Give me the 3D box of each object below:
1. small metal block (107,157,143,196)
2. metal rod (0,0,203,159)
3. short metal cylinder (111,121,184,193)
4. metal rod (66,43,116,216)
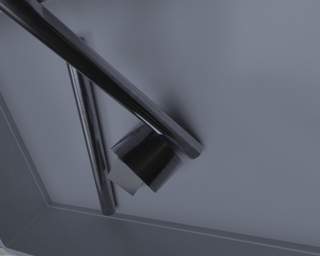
[{"bbox_3d":[-0.047,0.069,0.474,0.050,0.025,0.050,35,129,5],"label":"small metal block"},{"bbox_3d":[-0.047,-0.045,0.314,0.025,0.025,0.301,-18,138,35],"label":"metal rod"},{"bbox_3d":[-0.017,0.037,0.396,0.080,0.050,0.080,44,171,9],"label":"short metal cylinder"},{"bbox_3d":[-0.102,0.016,0.469,0.025,0.025,0.298,8,122,23],"label":"metal rod"}]
